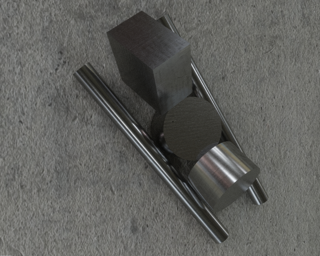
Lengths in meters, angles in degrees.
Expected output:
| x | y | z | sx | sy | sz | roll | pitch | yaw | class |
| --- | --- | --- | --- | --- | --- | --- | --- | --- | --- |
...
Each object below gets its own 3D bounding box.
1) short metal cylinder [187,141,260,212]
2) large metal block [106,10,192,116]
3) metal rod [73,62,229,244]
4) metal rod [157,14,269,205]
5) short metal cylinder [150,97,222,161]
| x | y | z | sx | sy | sz | roll | pitch | yaw | class |
| --- | --- | --- | --- | --- | --- | --- | --- | --- | --- |
| 0.083 | 0.064 | 0.405 | 0.080 | 0.080 | 0.050 | -33 | 59 | -17 | short metal cylinder |
| -0.009 | -0.074 | 0.361 | 0.050 | 0.080 | 0.080 | -38 | 61 | -16 | large metal block |
| -0.004 | 0.042 | 0.408 | 0.025 | 0.025 | 0.300 | -43 | 104 | -15 | metal rod |
| 0.076 | -0.018 | 0.438 | 0.025 | 0.025 | 0.299 | -34 | 101 | -17 | metal rod |
| 0.033 | 0.001 | 0.409 | 0.081 | 0.050 | 0.080 | 0 | 90 | -20 | short metal cylinder |
